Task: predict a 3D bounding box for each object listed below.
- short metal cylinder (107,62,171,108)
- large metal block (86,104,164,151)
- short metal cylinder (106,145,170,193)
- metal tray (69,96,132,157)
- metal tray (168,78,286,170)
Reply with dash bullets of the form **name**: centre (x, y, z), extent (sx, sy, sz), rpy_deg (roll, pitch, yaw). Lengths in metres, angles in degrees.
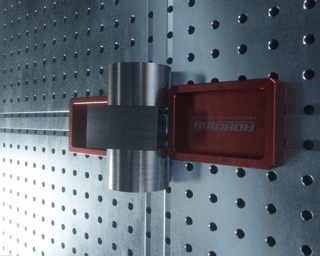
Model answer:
- **short metal cylinder**: centre (-0.026, -0.052, 0.395), extent (0.080, 0.081, 0.050), rpy_deg (2, 91, 40)
- **large metal block**: centre (-0.039, -0.001, 0.387), extent (0.080, 0.080, 0.050), rpy_deg (2, 91, 6)
- **short metal cylinder**: centre (-0.028, 0.049, 0.396), extent (0.080, 0.081, 0.050), rpy_deg (3, 92, 40)
- **metal tray**: centre (-0.091, -0.003, 0.481), extent (0.130, 0.030, 0.089), rpy_deg (2, 91, 40)
- **metal tray**: centre (0.069, -0.005, 0.349), extent (0.130, 0.030, 0.089), rpy_deg (1, 91, 40)
